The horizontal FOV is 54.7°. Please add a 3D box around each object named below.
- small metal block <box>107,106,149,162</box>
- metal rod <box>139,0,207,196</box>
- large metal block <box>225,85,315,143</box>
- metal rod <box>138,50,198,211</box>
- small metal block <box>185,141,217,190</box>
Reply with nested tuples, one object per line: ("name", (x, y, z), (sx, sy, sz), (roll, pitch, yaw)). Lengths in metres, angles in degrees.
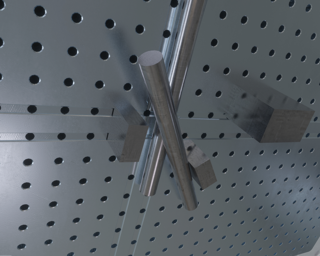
("small metal block", (-0.040, 0.007, 0.377), (0.025, 0.050, 0.050), (2, 117, -30))
("metal rod", (0.014, -0.038, 0.395), (0.025, 0.025, 0.298), (-1, 119, -28))
("large metal block", (0.156, -0.021, 0.448), (0.081, 0.080, 0.050), (0, 118, -29))
("metal rod", (0.021, 0.030, 0.410), (0.025, 0.025, 0.299), (-29, 138, -10))
("small metal block", (0.055, 0.055, 0.460), (0.025, 0.050, 0.050), (-31, 129, -9))
